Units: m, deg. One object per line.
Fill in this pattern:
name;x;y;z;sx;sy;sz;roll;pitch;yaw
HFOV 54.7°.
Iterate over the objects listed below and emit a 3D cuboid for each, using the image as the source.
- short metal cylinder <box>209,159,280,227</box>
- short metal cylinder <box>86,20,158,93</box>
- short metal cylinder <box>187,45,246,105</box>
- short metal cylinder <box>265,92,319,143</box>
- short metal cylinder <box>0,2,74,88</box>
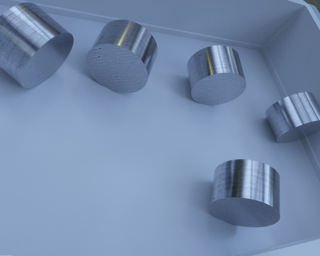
short metal cylinder;0.104;0.081;0.379;0.080;0.080;0.050;26;53;-13
short metal cylinder;-0.048;-0.091;0.401;0.080;0.080;0.050;26;53;-13
short metal cylinder;0.084;-0.077;0.465;0.081;0.080;0.050;9;58;-24
short metal cylinder;0.219;-0.015;0.501;0.081;0.080;0.050;-1;63;-29
short metal cylinder;-0.145;-0.091;0.349;0.050;0.080;0.080;41;51;-1
